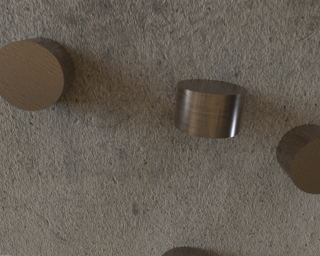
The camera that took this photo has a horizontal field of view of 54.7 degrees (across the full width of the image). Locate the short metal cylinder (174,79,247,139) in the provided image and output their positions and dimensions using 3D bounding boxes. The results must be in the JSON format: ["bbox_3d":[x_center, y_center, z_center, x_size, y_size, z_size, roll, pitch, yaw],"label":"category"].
[{"bbox_3d":[0.059,-0.026,0.371,0.081,0.080,0.050,4,110,-2],"label":"short metal cylinder"}]

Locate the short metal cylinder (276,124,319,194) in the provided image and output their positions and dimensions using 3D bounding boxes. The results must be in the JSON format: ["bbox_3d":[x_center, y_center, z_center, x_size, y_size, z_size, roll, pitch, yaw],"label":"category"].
[{"bbox_3d":[0.204,0.040,0.413,0.081,0.050,0.079,0,110,0],"label":"short metal cylinder"}]

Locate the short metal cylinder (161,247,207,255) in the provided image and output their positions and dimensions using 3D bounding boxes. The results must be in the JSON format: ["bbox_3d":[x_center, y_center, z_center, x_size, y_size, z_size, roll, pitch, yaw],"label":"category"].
[{"bbox_3d":[0.037,0.226,0.464,0.080,0.080,0.050,-2,110,1],"label":"short metal cylinder"}]

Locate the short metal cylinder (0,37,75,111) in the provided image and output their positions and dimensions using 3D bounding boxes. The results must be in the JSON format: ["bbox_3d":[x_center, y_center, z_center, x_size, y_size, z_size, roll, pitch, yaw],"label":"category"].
[{"bbox_3d":[-0.148,-0.066,0.371,0.081,0.050,0.079,0,110,0],"label":"short metal cylinder"}]
